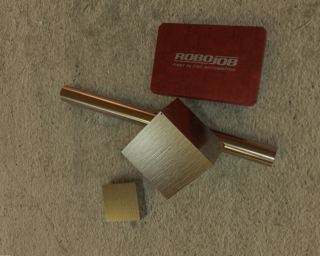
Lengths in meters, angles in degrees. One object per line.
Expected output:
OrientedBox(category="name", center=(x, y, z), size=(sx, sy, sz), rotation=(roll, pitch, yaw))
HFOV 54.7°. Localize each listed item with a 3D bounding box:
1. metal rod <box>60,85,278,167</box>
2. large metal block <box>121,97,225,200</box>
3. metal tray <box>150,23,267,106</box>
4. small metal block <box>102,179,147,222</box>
OrientedBox(category="metal rod", center=(-0.003, -0.009, 0.409), size=(0.301, 0.025, 0.025), rotation=(17, 96, 18))
OrientedBox(category="large metal block", center=(0.015, 0.025, 0.369), size=(0.080, 0.050, 0.080), rotation=(46, 124, 1))
OrientedBox(category="metal tray", center=(0.059, -0.079, 0.385), size=(0.130, 0.030, 0.089), rotation=(9, 93, 19))
OrientedBox(category="small metal block", center=(-0.048, 0.099, 0.425), size=(0.050, 0.025, 0.050), rotation=(-8, 87, 19))
